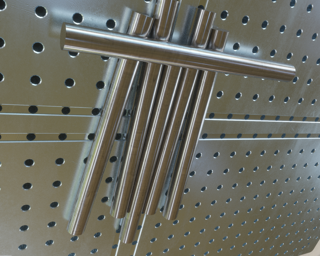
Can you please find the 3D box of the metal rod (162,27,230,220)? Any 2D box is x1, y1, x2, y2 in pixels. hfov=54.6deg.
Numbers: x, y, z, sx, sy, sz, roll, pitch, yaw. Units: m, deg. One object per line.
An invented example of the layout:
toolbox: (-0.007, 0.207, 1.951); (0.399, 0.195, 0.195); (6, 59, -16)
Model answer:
metal rod: (0.044, 0.011, 0.442); (0.025, 0.025, 0.298); (-2, 120, -27)

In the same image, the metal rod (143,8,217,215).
metal rod: (0.018, -0.005, 0.419); (0.025, 0.025, 0.298); (1, 118, -29)

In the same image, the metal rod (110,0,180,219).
metal rod: (-0.026, -0.007, 0.392); (0.025, 0.025, 0.298); (1, 118, -29)

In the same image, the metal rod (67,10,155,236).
metal rod: (-0.067, 0.011, 0.379); (0.025, 0.025, 0.298); (7, 115, -32)

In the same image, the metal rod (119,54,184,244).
metal rod: (-0.017, 0.042, 0.427); (0.025, 0.025, 0.298); (1, 118, -29)

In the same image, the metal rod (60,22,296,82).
metal rod: (0.044, -0.079, 0.353); (0.302, 0.025, 0.025); (2, 118, -29)
